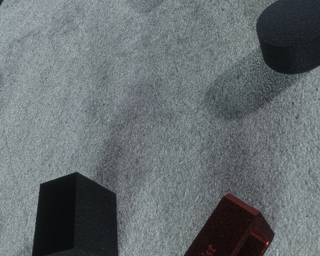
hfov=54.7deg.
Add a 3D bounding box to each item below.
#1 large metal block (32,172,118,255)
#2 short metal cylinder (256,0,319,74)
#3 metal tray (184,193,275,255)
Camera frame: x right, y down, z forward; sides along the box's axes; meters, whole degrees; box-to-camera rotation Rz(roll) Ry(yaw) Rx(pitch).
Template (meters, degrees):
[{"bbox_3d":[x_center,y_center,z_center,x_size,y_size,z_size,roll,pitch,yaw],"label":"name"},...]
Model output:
[{"bbox_3d":[-0.091,0.107,0.351,0.050,0.080,0.080,-20,54,17],"label":"large metal block"},{"bbox_3d":[0.161,-0.112,0.372,0.080,0.050,0.080,-13,56,21],"label":"short metal cylinder"},{"bbox_3d":[0.044,0.128,0.260,0.030,0.090,0.130,29,77,37],"label":"metal tray"}]
